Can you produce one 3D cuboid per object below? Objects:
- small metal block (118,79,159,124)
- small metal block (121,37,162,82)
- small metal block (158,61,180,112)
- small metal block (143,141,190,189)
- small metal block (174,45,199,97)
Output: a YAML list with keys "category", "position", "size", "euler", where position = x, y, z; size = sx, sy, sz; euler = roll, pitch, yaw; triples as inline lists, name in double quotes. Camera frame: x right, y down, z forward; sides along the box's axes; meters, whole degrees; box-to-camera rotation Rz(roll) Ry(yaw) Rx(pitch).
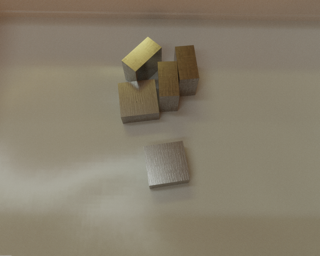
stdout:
- category: "small metal block"
  position: [-0.029, -0.036, 0.422]
  size: [0.050, 0.025, 0.050]
  euler: [-7, 70, -3]
- category: "small metal block"
  position: [-0.024, -0.089, 0.428]
  size: [0.025, 0.050, 0.050]
  euler: [40, 75, 13]
- category: "small metal block"
  position: [0.011, -0.055, 0.416]
  size: [0.025, 0.050, 0.050]
  euler: [-3, 70, -1]
- category: "small metal block"
  position: [0.008, 0.047, 0.392]
  size: [0.050, 0.025, 0.050]
  euler: [-8, 70, -3]
- category: "small metal block"
  position: [0.035, -0.077, 0.425]
  size: [0.025, 0.050, 0.050]
  euler: [-6, 70, -2]
